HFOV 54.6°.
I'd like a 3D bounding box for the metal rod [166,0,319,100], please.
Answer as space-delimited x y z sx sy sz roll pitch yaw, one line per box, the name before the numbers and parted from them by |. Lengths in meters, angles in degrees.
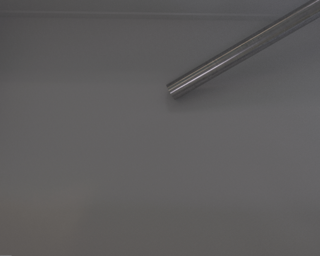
metal rod | 0.144 -0.122 0.405 0.300 0.025 0.025 -29 72 9
